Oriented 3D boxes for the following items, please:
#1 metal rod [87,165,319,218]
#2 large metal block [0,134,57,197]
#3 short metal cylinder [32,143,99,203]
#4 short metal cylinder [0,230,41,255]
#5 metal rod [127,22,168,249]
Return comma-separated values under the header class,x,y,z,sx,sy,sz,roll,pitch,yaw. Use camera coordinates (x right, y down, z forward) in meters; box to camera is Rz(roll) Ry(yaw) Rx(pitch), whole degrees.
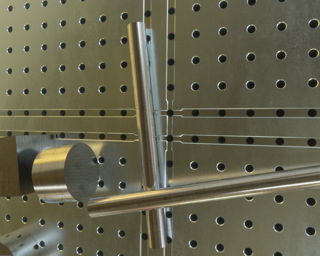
class,x,y,z,sx,sy,sz,roll,pitch,yaw
metal rod,0.055,0.078,0.374,0.301,0.025,0.025,-11,87,12
large metal block,-0.196,0.052,0.453,0.050,0.080,0.080,-6,88,20
short metal cylinder,-0.128,0.062,0.428,0.050,0.080,0.080,-8,88,20
short metal cylinder,-0.236,0.207,0.483,0.080,0.050,0.080,0,90,20
metal rod,-0.017,0.008,0.418,0.025,0.025,0.298,-6,88,20
